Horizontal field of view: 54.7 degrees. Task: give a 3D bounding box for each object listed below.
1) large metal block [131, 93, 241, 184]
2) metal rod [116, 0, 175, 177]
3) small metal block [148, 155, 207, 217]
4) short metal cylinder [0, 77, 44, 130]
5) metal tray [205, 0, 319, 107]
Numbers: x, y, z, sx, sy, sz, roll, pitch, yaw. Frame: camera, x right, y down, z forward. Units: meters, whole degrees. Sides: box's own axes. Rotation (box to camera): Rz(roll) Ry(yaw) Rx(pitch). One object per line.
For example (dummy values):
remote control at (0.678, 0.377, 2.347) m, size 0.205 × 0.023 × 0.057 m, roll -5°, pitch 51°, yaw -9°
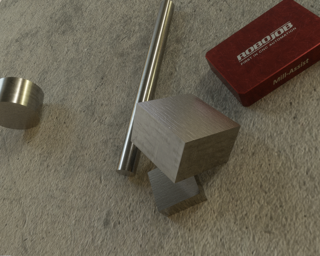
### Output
large metal block at (0.026, 0.006, 0.343) m, size 0.081 × 0.050 × 0.080 m, roll -14°, pitch 40°, yaw -36°
metal rod at (-0.015, -0.075, 0.456) m, size 0.025 × 0.025 × 0.299 m, roll -2°, pitch 60°, yaw 27°
small metal block at (0.019, 0.066, 0.353) m, size 0.050 × 0.025 × 0.050 m, roll -27°, pitch 53°, yaw 11°
short metal cylinder at (-0.239, -0.039, 0.515) m, size 0.080 × 0.080 × 0.050 m, roll -16°, pitch 56°, yaw 19°
metal tray at (0.135, -0.096, 0.389) m, size 0.130 × 0.030 × 0.090 m, roll -34°, pitch 52°, yaw 5°
